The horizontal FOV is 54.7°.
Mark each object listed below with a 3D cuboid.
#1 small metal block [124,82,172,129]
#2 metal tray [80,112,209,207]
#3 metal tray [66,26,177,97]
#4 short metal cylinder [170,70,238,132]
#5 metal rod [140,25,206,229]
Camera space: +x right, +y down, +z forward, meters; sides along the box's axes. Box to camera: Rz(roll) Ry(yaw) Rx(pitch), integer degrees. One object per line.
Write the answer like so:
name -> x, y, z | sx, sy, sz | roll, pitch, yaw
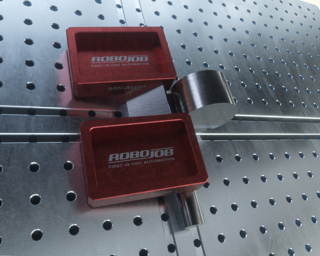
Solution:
small metal block -> -0.015, -0.026, 0.398 | 0.050, 0.025, 0.050 | -13, 65, 0
metal tray -> -0.020, 0.032, 0.352 | 0.131, 0.030, 0.090 | -6, 64, -17
metal tray -> -0.052, -0.090, 0.410 | 0.131, 0.030, 0.090 | -6, 64, -17
short metal cylinder -> 0.058, -0.034, 0.421 | 0.081, 0.080, 0.050 | 0, 62, -28
metal rod -> 0.008, -0.019, 0.419 | 0.025, 0.025, 0.299 | 0, 62, -28
